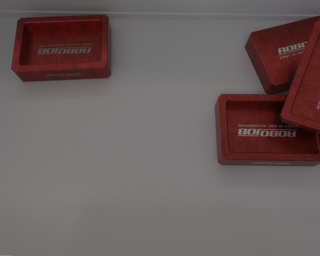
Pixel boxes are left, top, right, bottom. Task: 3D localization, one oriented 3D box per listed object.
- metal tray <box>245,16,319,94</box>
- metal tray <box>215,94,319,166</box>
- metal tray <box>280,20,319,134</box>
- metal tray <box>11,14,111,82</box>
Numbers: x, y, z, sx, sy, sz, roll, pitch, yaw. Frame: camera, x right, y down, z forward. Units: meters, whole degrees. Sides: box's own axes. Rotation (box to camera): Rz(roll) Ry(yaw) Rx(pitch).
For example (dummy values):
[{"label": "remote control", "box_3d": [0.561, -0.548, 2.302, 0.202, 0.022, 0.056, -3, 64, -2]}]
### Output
[{"label": "metal tray", "box_3d": [0.202, -0.108, 0.448, 0.131, 0.030, 0.090, -15, 71, -6]}, {"label": "metal tray", "box_3d": [0.142, 0.002, 0.406, 0.131, 0.030, 0.090, 1, 70, 0]}, {"label": "metal tray", "box_3d": [0.211, -0.056, 0.375, 0.090, 0.030, 0.129, 21, 90, 18]}, {"label": "metal tray", "box_3d": [-0.138, -0.116, 0.448, 0.131, 0.030, 0.090, -3, 70, -1]}]
